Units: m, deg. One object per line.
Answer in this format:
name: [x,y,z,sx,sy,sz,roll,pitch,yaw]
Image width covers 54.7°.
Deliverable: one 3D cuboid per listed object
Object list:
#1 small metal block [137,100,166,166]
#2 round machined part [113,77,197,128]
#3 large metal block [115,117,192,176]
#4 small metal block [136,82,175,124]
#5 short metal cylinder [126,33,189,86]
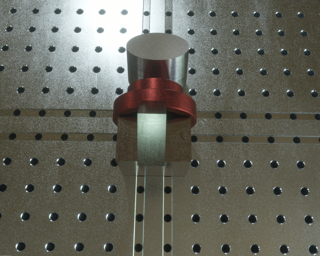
small metal block: [-0.008,0.003,0.301,0.025,0.050,0.050,1,108,0]
round machined part: [-0.006,-0.026,0.371,0.099,0.098,0.042,1,70,0]
large metal block: [-0.007,0.025,0.372,0.081,0.080,0.050,1,70,0]
small metal block: [-0.006,-0.034,0.423,0.050,0.025,0.050,1,70,0]
short metal cylinder: [-0.003,-0.087,0.412,0.081,0.050,0.080,1,40,-1]
